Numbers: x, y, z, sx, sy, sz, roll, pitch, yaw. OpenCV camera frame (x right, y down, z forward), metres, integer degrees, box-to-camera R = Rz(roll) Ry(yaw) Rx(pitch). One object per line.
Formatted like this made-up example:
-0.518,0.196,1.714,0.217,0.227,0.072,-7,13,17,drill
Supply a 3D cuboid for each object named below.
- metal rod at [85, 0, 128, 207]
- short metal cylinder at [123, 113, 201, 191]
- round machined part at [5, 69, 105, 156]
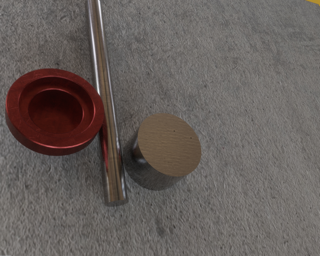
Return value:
-0.073,-0.051,0.395,0.025,0.025,0.299,3,60,-27,metal rod
0.002,0.029,0.371,0.081,0.050,0.080,14,56,-21,short metal cylinder
-0.115,-0.014,0.339,0.099,0.042,0.098,14,56,-21,round machined part
